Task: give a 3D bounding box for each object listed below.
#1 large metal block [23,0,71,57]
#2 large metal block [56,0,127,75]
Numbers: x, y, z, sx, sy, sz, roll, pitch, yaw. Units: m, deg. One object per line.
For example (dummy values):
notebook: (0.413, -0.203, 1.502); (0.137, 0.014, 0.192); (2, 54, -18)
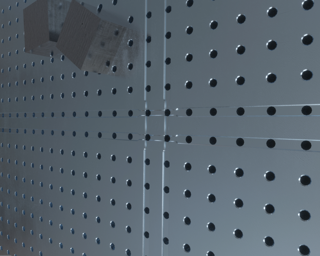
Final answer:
large metal block: (-0.199, -0.179, 0.554); (0.080, 0.050, 0.080); (-7, 86, 39)
large metal block: (-0.108, -0.140, 0.480); (0.080, 0.050, 0.079); (42, 115, 31)
